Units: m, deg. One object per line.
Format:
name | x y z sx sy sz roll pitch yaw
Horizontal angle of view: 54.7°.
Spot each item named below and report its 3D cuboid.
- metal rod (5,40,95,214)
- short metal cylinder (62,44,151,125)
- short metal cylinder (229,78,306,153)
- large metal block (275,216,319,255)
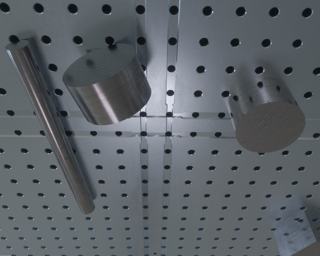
metal rod | -0.138 0.023 0.429 0.025 0.025 0.298 -5 130 4
short metal cylinder | -0.056 -0.048 0.334 0.080 0.080 0.050 -14 129 11
short metal cylinder | 0.130 -0.015 0.384 0.081 0.050 0.079 0 130 0
large metal block | 0.282 0.219 0.585 0.080 0.050 0.080 25 126 -20
